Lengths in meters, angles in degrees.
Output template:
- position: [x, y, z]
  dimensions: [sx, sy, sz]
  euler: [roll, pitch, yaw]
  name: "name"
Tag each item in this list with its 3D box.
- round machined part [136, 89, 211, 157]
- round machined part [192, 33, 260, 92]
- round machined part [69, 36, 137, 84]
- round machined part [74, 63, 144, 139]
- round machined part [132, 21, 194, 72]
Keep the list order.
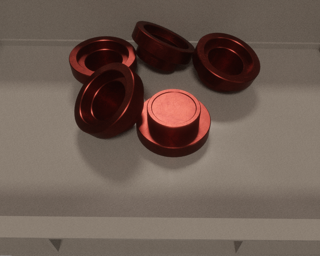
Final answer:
- position: [0.018, -0.013, 0.406]
  dimensions: [0.099, 0.042, 0.098]
  euler: [0, 50, 0]
  name: "round machined part"
- position: [0.095, -0.093, 0.463]
  dimensions: [0.099, 0.042, 0.098]
  euler: [8, 56, -12]
  name: "round machined part"
- position: [-0.084, -0.094, 0.472]
  dimensions: [0.099, 0.042, 0.098]
  euler: [0, 50, 0]
  name: "round machined part"
- position: [-0.060, -0.031, 0.400]
  dimensions: [0.098, 0.042, 0.098]
  euler: [-15, 61, 29]
  name: "round machined part"
- position: [0.001, -0.123, 0.480]
  dimensions: [0.099, 0.042, 0.098]
  euler: [21, 29, -12]
  name: "round machined part"
